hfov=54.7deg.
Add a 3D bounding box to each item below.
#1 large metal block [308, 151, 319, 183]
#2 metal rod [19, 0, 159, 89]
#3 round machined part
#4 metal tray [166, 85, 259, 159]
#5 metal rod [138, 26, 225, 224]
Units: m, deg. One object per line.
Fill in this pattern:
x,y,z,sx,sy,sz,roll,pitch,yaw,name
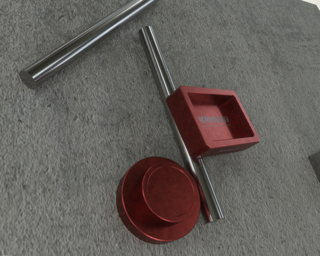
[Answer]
0.307,0.073,0.512,0.081,0.050,0.080,0,62,-28,large metal block
-0.079,-0.146,0.451,0.025,0.025,0.301,40,51,-2,metal rod
0.004,0.077,0.350,0.099,0.042,0.098,14,56,-21,round machined part
0.077,-0.010,0.429,0.131,0.030,0.090,-3,64,-45,metal tray
0.022,-0.019,0.429,0.025,0.025,0.299,-5,64,-31,metal rod
